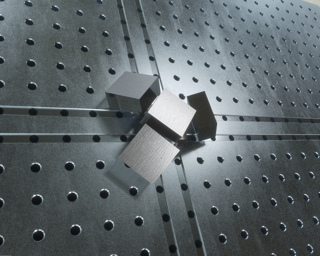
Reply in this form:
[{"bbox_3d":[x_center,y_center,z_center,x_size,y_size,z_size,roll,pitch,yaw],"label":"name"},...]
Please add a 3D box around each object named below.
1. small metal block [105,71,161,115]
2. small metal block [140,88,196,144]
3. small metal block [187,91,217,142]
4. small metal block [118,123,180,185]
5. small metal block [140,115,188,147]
[{"bbox_3d":[-0.034,-0.047,0.402,0.050,0.025,0.050,14,47,24],"label":"small metal block"},{"bbox_3d":[0.011,-0.015,0.390,0.050,0.025,0.050,36,51,-5],"label":"small metal block"},{"bbox_3d":[0.058,-0.015,0.428,0.025,0.050,0.050,-17,67,0],"label":"small metal block"},{"bbox_3d":[-0.013,0.030,0.366,0.050,0.025,0.050,38,88,-2],"label":"small metal block"},{"bbox_3d":[0.004,-0.003,0.412,0.050,0.025,0.050,1,64,-27],"label":"small metal block"}]
